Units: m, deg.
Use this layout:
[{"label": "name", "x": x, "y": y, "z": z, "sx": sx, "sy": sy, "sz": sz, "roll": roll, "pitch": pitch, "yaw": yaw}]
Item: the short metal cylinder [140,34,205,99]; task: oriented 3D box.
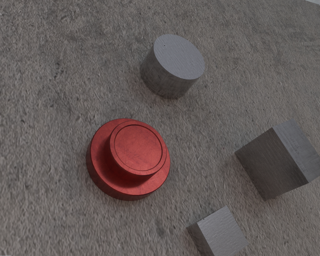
[{"label": "short metal cylinder", "x": 0.018, "y": -0.089, "z": 0.451, "sx": 0.081, "sy": 0.050, "sz": 0.080, "roll": 14, "pitch": 56, "yaw": -21}]

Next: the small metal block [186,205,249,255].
[{"label": "small metal block", "x": 0.067, "y": 0.126, "z": 0.363, "sx": 0.050, "sy": 0.025, "sz": 0.050, "roll": -18, "pitch": 71, "yaw": -35}]

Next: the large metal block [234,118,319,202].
[{"label": "large metal block", "x": 0.165, "y": 0.045, "z": 0.429, "sx": 0.050, "sy": 0.080, "sz": 0.080, "roll": -17, "pitch": 71, "yaw": -35}]

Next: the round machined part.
[{"label": "round machined part", "x": -0.031, "y": 0.030, "z": 0.357, "sx": 0.099, "sy": 0.042, "sz": 0.098, "roll": 14, "pitch": 56, "yaw": -21}]
